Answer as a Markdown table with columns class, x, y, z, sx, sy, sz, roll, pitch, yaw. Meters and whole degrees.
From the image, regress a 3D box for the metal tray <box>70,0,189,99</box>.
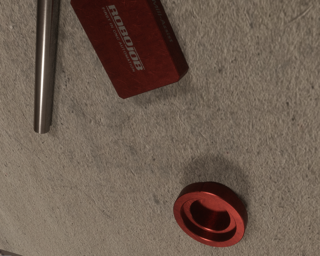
| class | x | y | z | sx | sy | sz | roll | pitch | yaw |
| --- | --- | --- | --- | --- | --- | --- | --- | --- | --- |
| metal tray | -0.034 | -0.105 | 0.355 | 0.090 | 0.030 | 0.129 | -14 | 112 | 33 |

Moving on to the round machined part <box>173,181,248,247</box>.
| class | x | y | z | sx | sy | sz | roll | pitch | yaw |
| --- | --- | --- | --- | --- | --- | --- | --- | --- | --- |
| round machined part | 0.072 | 0.113 | 0.427 | 0.098 | 0.042 | 0.097 | 13 | 124 | 20 |

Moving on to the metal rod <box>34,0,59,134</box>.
| class | x | y | z | sx | sy | sz | roll | pitch | yaw |
| --- | --- | --- | --- | --- | --- | --- | --- | --- | --- |
| metal rod | -0.154 | -0.111 | 0.416 | 0.025 | 0.025 | 0.298 | 27 | 128 | 10 |
